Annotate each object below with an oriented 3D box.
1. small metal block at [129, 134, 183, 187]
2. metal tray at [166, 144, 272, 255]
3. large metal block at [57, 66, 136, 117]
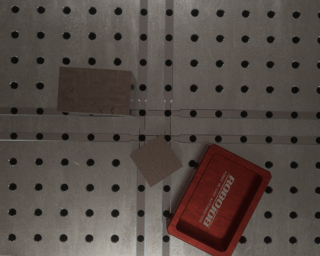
[{"bbox_3d":[-0.005,0.043,0.413,0.050,0.025,0.050,-33,90,0],"label":"small metal block"},{"bbox_3d":[0.076,0.096,0.411,0.090,0.030,0.130,27,90,-1],"label":"metal tray"},{"bbox_3d":[-0.073,-0.042,0.385,0.081,0.080,0.050,3,90,-1],"label":"large metal block"}]
